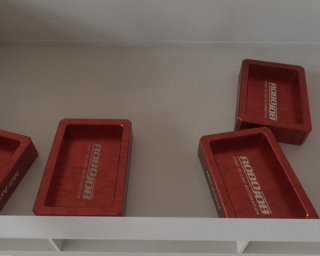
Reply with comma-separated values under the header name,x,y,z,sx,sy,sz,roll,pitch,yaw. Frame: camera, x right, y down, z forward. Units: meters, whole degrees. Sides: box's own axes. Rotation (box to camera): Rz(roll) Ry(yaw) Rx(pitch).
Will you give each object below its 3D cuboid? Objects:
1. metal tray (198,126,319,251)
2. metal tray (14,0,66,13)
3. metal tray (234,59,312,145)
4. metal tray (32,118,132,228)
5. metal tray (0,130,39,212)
name,x,y,z,sx,sy,sz,roll,pitch,yaw
metal tray,0.104,0.061,0.350,0.091,0.030,0.130,-8,51,-7
metal tray,-0.267,-0.295,0.649,0.091,0.030,0.130,-30,56,-23
metal tray,0.157,-0.041,0.437,0.090,0.030,0.130,10,51,8
metal tray,-0.082,0.047,0.361,0.091,0.030,0.130,1,50,0
metal tray,-0.214,0.059,0.350,0.090,0.030,0.130,13,51,10
